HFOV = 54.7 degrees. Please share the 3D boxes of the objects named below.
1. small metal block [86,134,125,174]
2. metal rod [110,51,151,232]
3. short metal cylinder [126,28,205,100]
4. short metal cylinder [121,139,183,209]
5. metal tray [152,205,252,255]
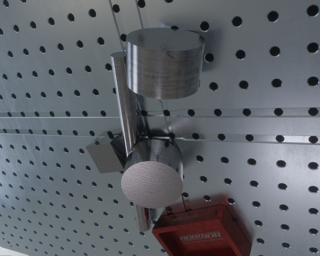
[{"bbox_3d":[-0.078,0.041,0.478,0.050,0.025,0.050,-11,113,33],"label":"small metal block"},{"bbox_3d":[-0.038,0.038,0.454,0.025,0.025,0.298,9,123,23],"label":"metal rod"},{"bbox_3d":[0.005,-0.071,0.329,0.080,0.080,0.050,16,125,19],"label":"short metal cylinder"},{"bbox_3d":[-0.009,0.063,0.422,0.080,0.050,0.079,2,120,3],"label":"short metal cylinder"},{"bbox_3d":[0.062,0.173,0.482,0.130,0.030,0.090,-23,106,36],"label":"metal tray"}]
